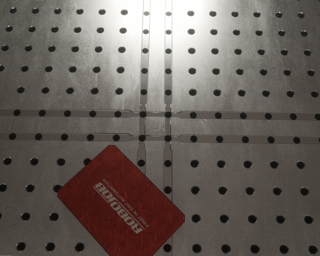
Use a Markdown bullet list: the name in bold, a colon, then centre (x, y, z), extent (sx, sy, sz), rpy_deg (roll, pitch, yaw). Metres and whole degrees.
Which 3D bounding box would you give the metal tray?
- **metal tray**: centre (-0.046, 0.095, 0.374), extent (0.130, 0.030, 0.090), rpy_deg (43, 75, 14)
